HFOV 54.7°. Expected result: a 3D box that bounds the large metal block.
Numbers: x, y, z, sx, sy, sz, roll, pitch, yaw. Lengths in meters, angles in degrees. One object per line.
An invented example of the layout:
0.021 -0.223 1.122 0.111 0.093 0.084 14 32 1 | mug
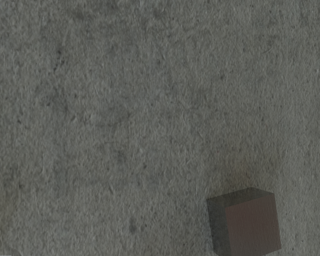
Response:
0.119 0.136 0.442 0.081 0.050 0.079 -10 94 -20 | large metal block
